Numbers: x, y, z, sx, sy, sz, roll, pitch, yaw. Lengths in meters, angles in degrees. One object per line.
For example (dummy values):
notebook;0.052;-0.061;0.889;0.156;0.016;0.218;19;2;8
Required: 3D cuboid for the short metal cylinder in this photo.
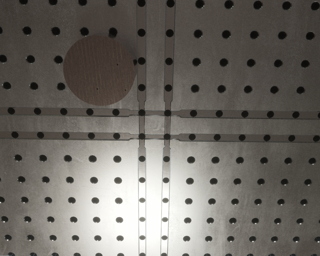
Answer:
short metal cylinder;-0.069;-0.072;0.373;0.081;0.050;0.079;0;110;-1
